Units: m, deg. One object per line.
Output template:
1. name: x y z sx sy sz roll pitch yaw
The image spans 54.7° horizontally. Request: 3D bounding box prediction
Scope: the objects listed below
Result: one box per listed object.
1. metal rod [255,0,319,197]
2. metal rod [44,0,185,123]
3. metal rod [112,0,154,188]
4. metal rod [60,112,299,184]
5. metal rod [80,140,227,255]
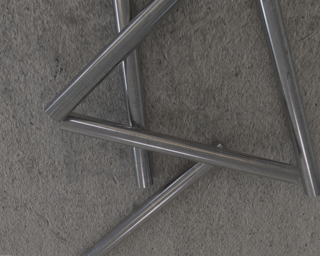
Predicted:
1. metal rod: 0.167 -0.040 0.396 0.025 0.025 0.299 -20 109 7
2. metal rod: -0.015 -0.118 0.342 0.300 0.025 0.025 -44 105 5
3. metal rod: -0.035 -0.061 0.386 0.025 0.025 0.298 -5 110 2
4. metal rod: 0.028 0.026 0.391 0.302 0.025 0.025 14 110 -5
5. metal rod: -0.021 0.123 0.454 0.299 0.025 0.025 -42 105 14
